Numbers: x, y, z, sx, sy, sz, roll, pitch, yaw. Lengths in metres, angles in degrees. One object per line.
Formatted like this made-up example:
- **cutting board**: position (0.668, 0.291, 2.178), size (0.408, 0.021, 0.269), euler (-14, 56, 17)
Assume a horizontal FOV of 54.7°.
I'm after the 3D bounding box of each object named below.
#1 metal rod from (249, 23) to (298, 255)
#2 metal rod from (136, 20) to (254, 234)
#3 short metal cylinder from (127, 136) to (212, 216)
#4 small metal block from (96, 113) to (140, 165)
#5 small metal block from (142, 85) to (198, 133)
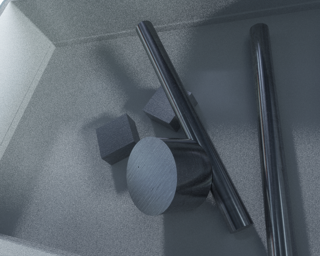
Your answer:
- **metal rod**: position (0.121, -0.001, 0.342), size (0.025, 0.025, 0.299), euler (-9, 58, 23)
- **metal rod**: position (0.029, -0.023, 0.374), size (0.025, 0.025, 0.299), euler (-28, 61, 10)
- **short metal cylinder**: position (0.008, 0.050, 0.332), size (0.080, 0.050, 0.080), euler (-7, 81, 48)
- **small metal block**: position (-0.056, 0.015, 0.424), size (0.050, 0.025, 0.050), euler (-28, 52, 10)
- **small metal block**: position (0.013, -0.029, 0.415), size (0.050, 0.025, 0.050), euler (28, 77, 37)
